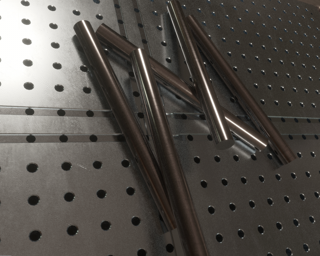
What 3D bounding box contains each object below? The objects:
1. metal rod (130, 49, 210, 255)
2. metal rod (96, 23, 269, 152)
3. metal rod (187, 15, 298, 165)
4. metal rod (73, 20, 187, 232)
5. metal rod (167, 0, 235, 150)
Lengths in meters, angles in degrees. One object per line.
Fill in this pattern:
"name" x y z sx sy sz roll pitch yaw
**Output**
"metal rod" 0.008 0.027 0.366 0.025 0.025 0.299 -1 60 -29
"metal rod" 0.036 -0.057 0.463 0.301 0.025 0.025 34 51 -6
"metal rod" 0.128 -0.071 0.522 0.025 0.025 0.299 -23 74 -37
"metal rod" -0.044 -0.015 0.394 0.025 0.025 0.299 -15 70 -35
"metal rod" 0.053 -0.099 0.474 0.025 0.025 0.299 6 51 -26
